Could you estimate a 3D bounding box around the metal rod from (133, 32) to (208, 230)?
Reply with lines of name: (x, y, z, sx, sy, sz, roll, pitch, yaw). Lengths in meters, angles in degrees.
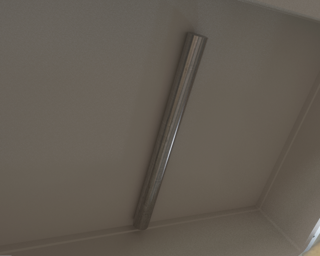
metal rod: (0.007, 0.021, 0.427, 0.025, 0.025, 0.298, 1, 118, -30)
